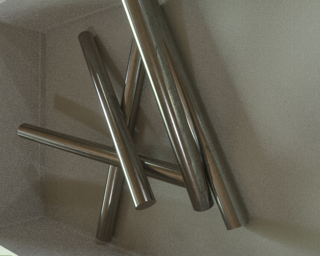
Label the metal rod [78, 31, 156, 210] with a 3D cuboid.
[{"bbox_3d":[-0.069,-0.030,0.429,0.025,0.025,0.299,-44,54,31],"label":"metal rod"}]

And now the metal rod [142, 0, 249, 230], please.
[{"bbox_3d":[0.036,-0.029,0.375,0.025,0.025,0.299,-31,71,35],"label":"metal rod"}]

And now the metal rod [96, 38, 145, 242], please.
[{"bbox_3d":[-0.055,0.023,0.450,0.025,0.025,0.298,19,102,38],"label":"metal rod"}]

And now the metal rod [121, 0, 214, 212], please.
[{"bbox_3d":[0.002,-0.048,0.321,0.025,0.025,0.298,-8,108,39],"label":"metal rod"}]

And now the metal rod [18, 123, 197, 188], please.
[{"bbox_3d":[-0.090,0.033,0.439,0.301,0.025,0.025,13,98,26],"label":"metal rod"}]
